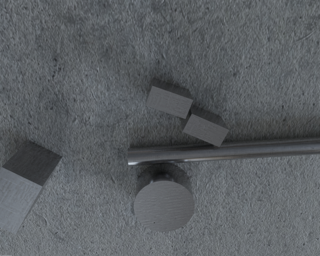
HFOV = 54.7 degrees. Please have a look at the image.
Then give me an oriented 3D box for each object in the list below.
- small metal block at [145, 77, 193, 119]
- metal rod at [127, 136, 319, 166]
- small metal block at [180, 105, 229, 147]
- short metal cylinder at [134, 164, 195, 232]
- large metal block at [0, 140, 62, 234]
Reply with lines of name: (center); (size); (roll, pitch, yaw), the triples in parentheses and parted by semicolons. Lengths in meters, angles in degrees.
small metal block: (0.011, -0.038, 0.383); (0.050, 0.050, 0.025); (18, 109, -7)
metal rod: (0.108, 0.030, 0.422); (0.302, 0.025, 0.025); (-4, 110, 0)
small metal block: (0.055, -0.005, 0.395); (0.050, 0.050, 0.025); (23, 108, -9)
short metal cylinder: (0.005, 0.096, 0.432); (0.081, 0.050, 0.079); (0, 110, -1)
large metal block: (-0.180, 0.074, 0.405); (0.050, 0.080, 0.080); (30, 107, -11)
